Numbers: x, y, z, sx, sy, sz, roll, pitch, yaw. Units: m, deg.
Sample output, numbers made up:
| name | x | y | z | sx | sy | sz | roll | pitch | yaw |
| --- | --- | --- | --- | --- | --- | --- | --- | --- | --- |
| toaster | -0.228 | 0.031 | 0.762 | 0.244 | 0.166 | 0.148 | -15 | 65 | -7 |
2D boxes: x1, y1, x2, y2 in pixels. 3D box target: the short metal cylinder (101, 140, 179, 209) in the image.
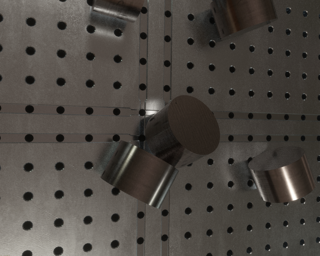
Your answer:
| name | x | y | z | sx | sy | sz | roll | pitch | yaw |
| --- | --- | --- | --- | --- | --- | --- | --- | --- | --- |
| short metal cylinder | -0.024 | 0.056 | 0.375 | 0.080 | 0.080 | 0.050 | 31 | 80 | -18 |

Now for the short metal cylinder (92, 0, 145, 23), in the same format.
| name | x | y | z | sx | sy | sz | roll | pitch | yaw |
| --- | --- | --- | --- | --- | --- | --- | --- | --- | --- |
| short metal cylinder | -0.047 | -0.172 | 0.366 | 0.050 | 0.080 | 0.080 | 9 | 87 | -20 |

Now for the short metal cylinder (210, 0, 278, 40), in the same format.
| name | x | y | z | sx | sy | sz | roll | pitch | yaw |
| --- | --- | --- | --- | --- | --- | --- | --- | --- | --- |
| short metal cylinder | 0.115 | -0.160 | 0.427 | 0.081 | 0.080 | 0.050 | -22 | 98 | -19 |

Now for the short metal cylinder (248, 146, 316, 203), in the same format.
| name | x | y | z | sx | sy | sz | roll | pitch | yaw |
| --- | --- | --- | --- | --- | --- | --- | --- | --- | --- |
| short metal cylinder | 0.176 | 0.066 | 0.451 | 0.081 | 0.080 | 0.050 | -25 | 99 | -19 |

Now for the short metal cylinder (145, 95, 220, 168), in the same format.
| name | x | y | z | sx | sy | sz | roll | pitch | yaw |
| --- | --- | --- | --- | --- | --- | --- | --- | --- | --- |
| short metal cylinder | 0.029 | 0.005 | 0.394 | 0.081 | 0.050 | 0.080 | 18 | 56 | -28 |
